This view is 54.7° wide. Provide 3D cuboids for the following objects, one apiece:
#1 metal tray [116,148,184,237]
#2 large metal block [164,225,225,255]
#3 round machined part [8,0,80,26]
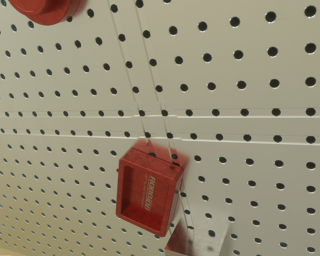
[{"bbox_3d":[-0.020,0.102,0.480,0.090,0.030,0.129,20,126,16],"label":"metal tray"},{"bbox_3d":[0.058,0.211,0.494,0.080,0.050,0.079,7,121,24],"label":"large metal block"},{"bbox_3d":[-0.148,-0.172,0.370,0.098,0.042,0.097,13,124,20],"label":"round machined part"}]
